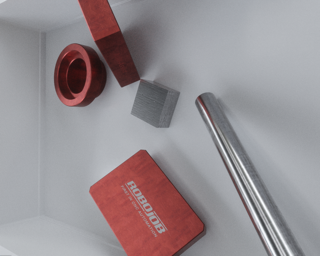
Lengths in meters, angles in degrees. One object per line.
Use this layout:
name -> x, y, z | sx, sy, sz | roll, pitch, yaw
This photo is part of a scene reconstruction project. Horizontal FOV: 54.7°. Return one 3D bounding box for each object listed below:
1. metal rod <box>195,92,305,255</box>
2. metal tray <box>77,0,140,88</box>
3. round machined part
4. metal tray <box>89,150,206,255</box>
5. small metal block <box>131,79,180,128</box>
metal rod -> 0.088, 0.072, 0.261 | 0.025, 0.025, 0.300 | -49, 39, 28
metal tray -> -0.065, -0.119, 0.394 | 0.030, 0.130, 0.090 | -23, 72, 0
round machined part -> -0.124, -0.082, 0.495 | 0.098, 0.042, 0.097 | 0, 90, 39
metal tray -> -0.017, 0.102, 0.384 | 0.090, 0.030, 0.130 | -37, 62, -7
small metal block -> -0.007, -0.033, 0.411 | 0.050, 0.025, 0.050 | 28, 107, 36
